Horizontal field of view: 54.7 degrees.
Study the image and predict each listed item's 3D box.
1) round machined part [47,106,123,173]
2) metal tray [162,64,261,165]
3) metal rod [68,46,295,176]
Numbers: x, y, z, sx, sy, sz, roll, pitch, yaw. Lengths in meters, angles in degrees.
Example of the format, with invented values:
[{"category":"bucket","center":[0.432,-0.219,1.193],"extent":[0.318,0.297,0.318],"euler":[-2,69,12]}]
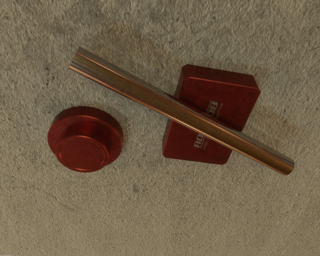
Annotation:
[{"category":"round machined part","center":[-0.100,0.022,0.414],"extent":[0.099,0.042,0.097],"euler":[-1,130,0]},{"category":"metal tray","center":[0.059,-0.011,0.395],"extent":[0.091,0.030,0.129],"euler":[8,130,-8]},{"category":"metal rod","center":[0.042,-0.009,0.359],"extent":[0.302,0.025,0.025],"euler":[26,125,-21]}]
